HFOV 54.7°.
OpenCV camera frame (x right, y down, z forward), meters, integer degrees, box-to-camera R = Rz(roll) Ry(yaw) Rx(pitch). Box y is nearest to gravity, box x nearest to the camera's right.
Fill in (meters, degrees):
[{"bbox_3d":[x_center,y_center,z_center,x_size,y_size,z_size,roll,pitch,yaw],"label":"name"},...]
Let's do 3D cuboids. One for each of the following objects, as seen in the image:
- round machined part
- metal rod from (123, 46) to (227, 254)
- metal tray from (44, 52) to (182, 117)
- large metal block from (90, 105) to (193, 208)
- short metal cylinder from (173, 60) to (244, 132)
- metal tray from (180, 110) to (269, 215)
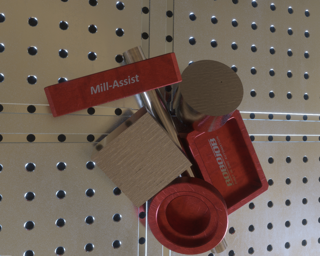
[{"bbox_3d":[0.036,0.108,0.398,0.098,0.042,0.097,2,104,9],"label":"round machined part"},{"bbox_3d":[0.024,0.035,0.417,0.025,0.025,0.299,-27,99,-18],"label":"metal rod"},{"bbox_3d":[-0.049,-0.047,0.341,0.131,0.090,0.030,-17,98,-5],"label":"metal tray"},{"bbox_3d":[-0.022,0.032,0.368,0.080,0.050,0.080,-39,104,3],"label":"large metal block"},{"bbox_3d":[0.060,-0.041,0.402,0.081,0.050,0.080,3,66,-7],"label":"short metal cylinder"},{"bbox_3d":[0.091,0.048,0.440,0.091,0.030,0.129,-27,99,-18],"label":"metal tray"}]
